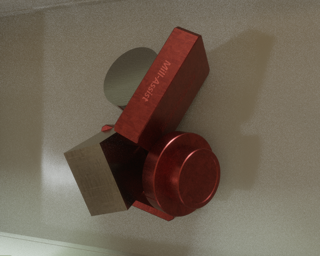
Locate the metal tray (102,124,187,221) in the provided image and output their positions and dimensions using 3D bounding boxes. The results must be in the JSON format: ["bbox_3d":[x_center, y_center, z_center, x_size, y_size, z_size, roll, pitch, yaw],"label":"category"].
[{"bbox_3d":[-0.026,0.056,0.413,0.130,0.030,0.089,18,96,19],"label":"metal tray"}]

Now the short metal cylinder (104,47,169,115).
[{"bbox_3d":[-0.023,-0.053,0.387,0.080,0.050,0.080,-13,61,26],"label":"short metal cylinder"}]

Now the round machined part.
[{"bbox_3d":[0.031,0.054,0.355,0.042,0.099,0.097,8,93,50],"label":"round machined part"}]

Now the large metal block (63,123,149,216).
[{"bbox_3d":[-0.057,0.047,0.374,0.050,0.080,0.080,-16,101,25],"label":"large metal block"}]

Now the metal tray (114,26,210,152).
[{"bbox_3d":[0.008,-0.036,0.354,0.030,0.090,0.130,28,84,20],"label":"metal tray"}]
